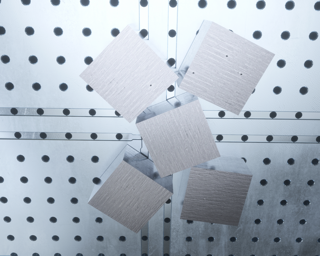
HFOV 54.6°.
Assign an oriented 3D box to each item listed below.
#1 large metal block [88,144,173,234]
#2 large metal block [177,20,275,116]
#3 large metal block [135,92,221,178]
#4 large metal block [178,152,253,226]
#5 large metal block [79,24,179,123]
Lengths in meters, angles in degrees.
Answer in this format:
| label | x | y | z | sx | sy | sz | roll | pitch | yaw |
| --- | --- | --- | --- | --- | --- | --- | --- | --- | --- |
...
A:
| label | x | y | z | sx | sy | sz | roll | pitch | yaw |
| --- | --- | --- | --- | --- | --- | --- | --- | --- | --- |
| large metal block | -0.039 | 0.084 | 0.429 | 0.080 | 0.050 | 0.080 | 36 | 106 | -12 |
| large metal block | 0.074 | -0.073 | 0.372 | 0.080 | 0.050 | 0.080 | 23 | 108 | -12 |
| large metal block | 0.023 | 0.007 | 0.402 | 0.080 | 0.050 | 0.080 | -21 | 109 | 7 |
| large metal block | 0.073 | 0.083 | 0.431 | 0.080 | 0.050 | 0.079 | 8 | 110 | -4 |
| large metal block | -0.035 | -0.067 | 0.375 | 0.080 | 0.050 | 0.080 | -42 | 104 | 14 |
